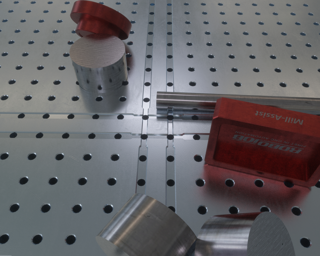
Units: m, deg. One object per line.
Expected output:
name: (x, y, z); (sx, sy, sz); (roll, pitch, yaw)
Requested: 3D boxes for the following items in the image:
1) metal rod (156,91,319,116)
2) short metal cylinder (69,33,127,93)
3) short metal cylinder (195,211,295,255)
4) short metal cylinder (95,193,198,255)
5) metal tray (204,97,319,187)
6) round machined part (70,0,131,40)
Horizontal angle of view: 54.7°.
metal rod: (0.146, -0.033, 0.435); (0.302, 0.025, 0.025); (3, 50, 2)
short metal cylinder: (-0.091, -0.099, 0.472); (0.081, 0.050, 0.080); (0, 52, 0)
short metal cylinder: (0.075, 0.115, 0.267); (0.050, 0.080, 0.080); (-20, 35, 43)
short metal cylinder: (-0.011, 0.106, 0.282); (0.080, 0.080, 0.050); (30, 56, 22)
metal tray: (0.122, 0.018, 0.350); (0.131, 0.090, 0.030); (12, 51, 10)
round machined part: (-0.100, -0.166, 0.512); (0.098, 0.098, 0.042); (16, 88, 13)
